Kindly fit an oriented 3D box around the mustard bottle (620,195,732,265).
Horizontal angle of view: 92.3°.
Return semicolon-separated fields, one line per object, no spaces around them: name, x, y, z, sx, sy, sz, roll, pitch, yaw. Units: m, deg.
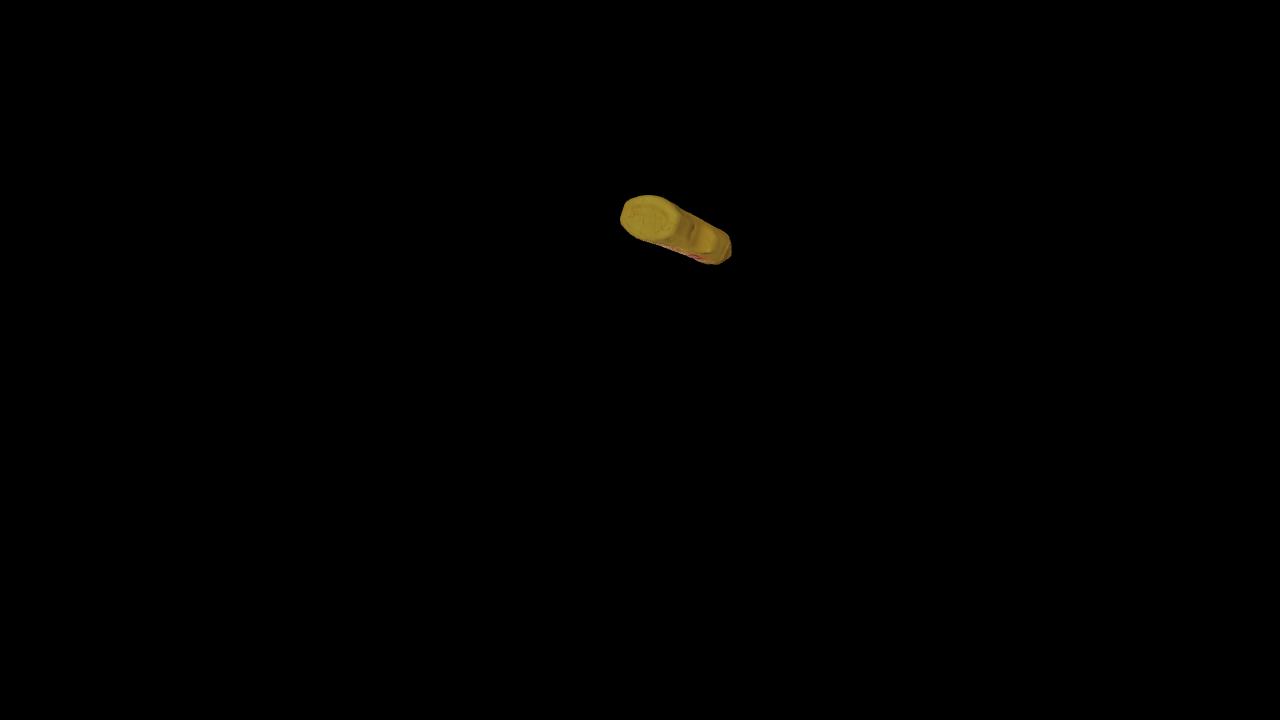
mustard bottle;0.065;-0.157;0.783;0.092;0.054;0.184;17;5;38
